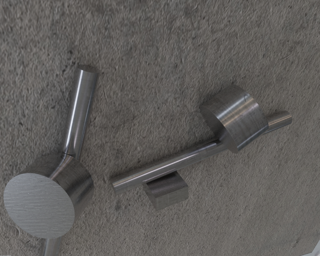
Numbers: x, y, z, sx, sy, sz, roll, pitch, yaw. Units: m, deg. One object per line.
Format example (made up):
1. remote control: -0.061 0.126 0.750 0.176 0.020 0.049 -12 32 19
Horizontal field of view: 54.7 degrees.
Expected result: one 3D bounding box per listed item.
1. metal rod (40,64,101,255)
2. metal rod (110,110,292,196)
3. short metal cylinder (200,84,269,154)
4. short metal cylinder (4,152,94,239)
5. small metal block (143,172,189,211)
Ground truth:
1. metal rod: -0.118 0.068 0.384 0.025 0.025 0.298 4 116 -30
2. metal rod: 0.072 0.032 0.465 0.302 0.025 0.025 -20 126 -17
3. short metal cylinder: 0.099 -0.012 0.418 0.050 0.080 0.080 -36 129 -4
4. short metal cylinder: -0.121 0.074 0.345 0.080 0.050 0.079 4 111 11
5. small metal block: 0.007 0.086 0.448 0.050 0.050 0.025 -16 125 -19
